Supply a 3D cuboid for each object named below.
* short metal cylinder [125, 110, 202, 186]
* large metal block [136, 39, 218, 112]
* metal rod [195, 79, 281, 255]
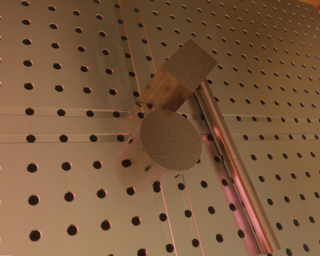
[{"bbox_3d":[0.004,0.024,0.381,0.081,0.050,0.080,14,56,-21],"label":"short metal cylinder"},{"bbox_3d":[0.023,-0.063,0.425,0.050,0.080,0.080,41,51,-1],"label":"large metal block"},{"bbox_3d":[0.095,0.025,0.446,0.025,0.025,0.299,-5,64,-31],"label":"metal rod"}]
